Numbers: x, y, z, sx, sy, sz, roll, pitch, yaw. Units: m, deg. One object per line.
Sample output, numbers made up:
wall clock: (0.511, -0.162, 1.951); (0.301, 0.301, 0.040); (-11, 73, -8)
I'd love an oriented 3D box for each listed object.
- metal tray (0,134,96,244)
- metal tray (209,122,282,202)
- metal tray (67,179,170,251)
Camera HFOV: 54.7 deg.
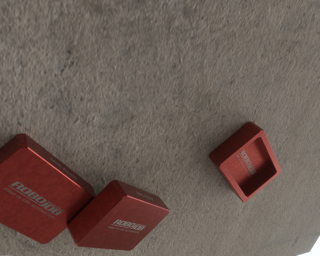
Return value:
metal tray: (-0.150, 0.078, 0.370); (0.090, 0.030, 0.130); (-39, 130, -2)
metal tray: (0.148, 0.061, 0.524); (0.090, 0.030, 0.130); (-40, 130, -2)
metal tray: (-0.052, 0.127, 0.435); (0.090, 0.030, 0.130); (-46, 144, 4)
